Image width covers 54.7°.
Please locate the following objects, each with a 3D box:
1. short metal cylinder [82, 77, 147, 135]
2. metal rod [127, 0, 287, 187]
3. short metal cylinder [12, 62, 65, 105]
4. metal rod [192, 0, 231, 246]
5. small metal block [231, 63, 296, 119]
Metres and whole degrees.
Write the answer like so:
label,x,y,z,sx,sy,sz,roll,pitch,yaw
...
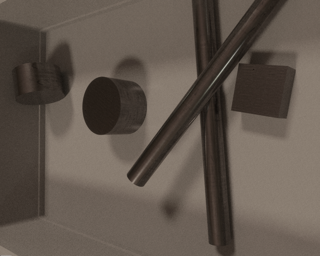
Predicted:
label,x,y,z,sx,sy,sz,roll,pitch,yaw
short metal cylinder,-0.065,-0.030,0.442,0.080,0.050,0.079,0,90,39
metal rod,0.057,-0.055,0.329,0.025,0.025,0.299,45,108,30
short metal cylinder,-0.212,-0.076,0.543,0.080,0.081,0.050,-19,78,38
metal rod,0.058,-0.020,0.357,0.025,0.025,0.298,-6,86,39
small metal block,0.106,-0.038,0.319,0.050,0.025,0.050,13,99,39
